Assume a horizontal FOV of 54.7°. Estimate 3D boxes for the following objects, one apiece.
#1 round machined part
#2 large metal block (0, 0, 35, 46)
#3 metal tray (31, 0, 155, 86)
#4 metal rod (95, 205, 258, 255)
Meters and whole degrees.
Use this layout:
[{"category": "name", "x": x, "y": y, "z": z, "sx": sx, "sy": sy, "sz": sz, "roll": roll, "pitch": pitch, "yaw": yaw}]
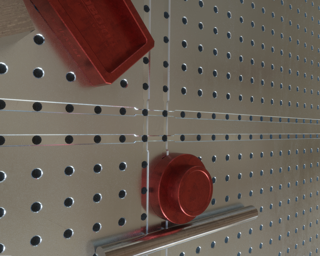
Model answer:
[{"category": "round machined part", "x": 0.036, "y": 0.085, "z": 0.431, "sx": 0.099, "sy": 0.042, "sz": 0.097, "roll": 0, "pitch": 90, "yaw": -40}, {"category": "large metal block", "x": -0.166, "y": -0.106, "z": 0.255, "sx": 0.081, "sy": 0.050, "sz": 0.080, "roll": -30, "pitch": 109, "yaw": -36}, {"category": "metal tray", "x": -0.072, "y": -0.123, "z": 0.346, "sx": 0.090, "sy": 0.030, "sz": 0.130, "roll": -48, "pitch": 119, "yaw": -29}, {"category": "metal rod", "x": 0.048, "y": 0.149, "z": 0.451, "sx": 0.302, "sy": 0.025, "sz": 0.025, "roll": 0, "pitch": 90, "yaw": -40}]
